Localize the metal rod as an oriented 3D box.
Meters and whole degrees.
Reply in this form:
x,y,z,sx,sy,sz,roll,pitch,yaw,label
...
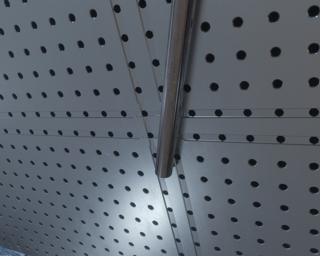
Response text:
x,y,z,sx,sy,sz,roll,pitch,yaw,label
0.017,-0.059,0.365,0.025,0.025,0.298,18,126,18,metal rod
